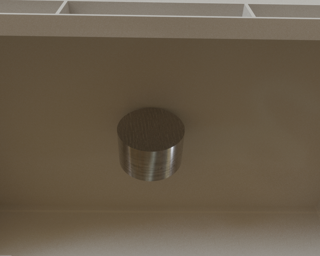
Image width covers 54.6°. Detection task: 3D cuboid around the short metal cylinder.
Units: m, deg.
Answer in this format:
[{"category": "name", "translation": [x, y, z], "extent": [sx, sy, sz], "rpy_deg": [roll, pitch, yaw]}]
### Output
[{"category": "short metal cylinder", "translation": [-0.011, 0.019, 0.385], "extent": [0.080, 0.080, 0.050], "rpy_deg": [1, 130, -1]}]
